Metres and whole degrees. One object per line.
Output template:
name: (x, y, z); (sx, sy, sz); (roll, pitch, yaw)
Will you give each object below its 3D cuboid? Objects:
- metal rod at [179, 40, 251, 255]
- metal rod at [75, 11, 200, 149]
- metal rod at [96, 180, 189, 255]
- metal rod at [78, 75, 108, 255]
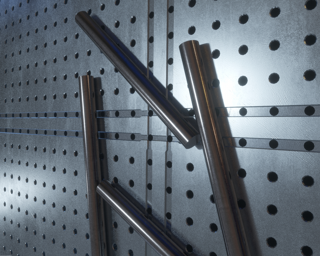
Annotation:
metal rod: (0.066, 0.042, 0.355); (0.025, 0.025, 0.299); (-20, 78, 38)
metal rod: (-0.045, -0.084, 0.447); (0.300, 0.025, 0.025); (50, 119, 28)
metal rod: (0.014, 0.160, 0.398); (0.300, 0.025, 0.025); (33, 111, 35)
metal rod: (-0.108, 0.064, 0.500); (0.025, 0.025, 0.299); (-9, 84, 40)
